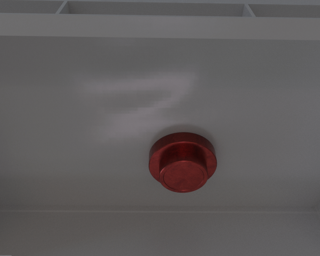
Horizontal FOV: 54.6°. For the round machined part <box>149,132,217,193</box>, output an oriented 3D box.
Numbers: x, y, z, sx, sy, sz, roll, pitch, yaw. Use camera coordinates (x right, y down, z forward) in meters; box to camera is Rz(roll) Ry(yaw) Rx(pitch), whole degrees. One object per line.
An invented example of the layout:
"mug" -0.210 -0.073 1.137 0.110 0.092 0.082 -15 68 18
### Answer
"round machined part" 0.033 0.056 0.446 0.099 0.042 0.097 0 130 0
